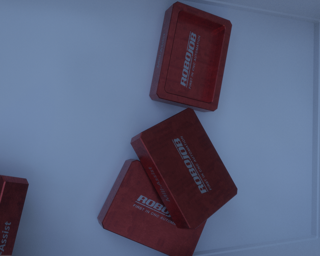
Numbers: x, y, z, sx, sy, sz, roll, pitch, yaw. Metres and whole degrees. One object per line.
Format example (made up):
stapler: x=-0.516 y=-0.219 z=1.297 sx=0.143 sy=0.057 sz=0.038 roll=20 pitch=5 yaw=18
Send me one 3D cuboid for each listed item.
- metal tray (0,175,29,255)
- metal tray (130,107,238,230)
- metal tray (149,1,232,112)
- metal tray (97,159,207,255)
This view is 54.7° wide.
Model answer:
metal tray: x=-0.186 y=0.108 z=0.300 sx=0.090 sy=0.030 sz=0.129 roll=3 pitch=76 yaw=23
metal tray: x=0.033 y=0.049 z=0.395 sx=0.091 sy=0.030 sz=0.130 roll=-29 pitch=89 yaw=-32
metal tray: x=0.043 y=-0.094 z=0.424 sx=0.091 sy=0.030 sz=0.129 roll=12 pitch=86 yaw=-20
metal tray: x=-0.003 y=0.107 z=0.405 sx=0.131 sy=0.030 sz=0.090 roll=30 pitch=76 yaw=-18
